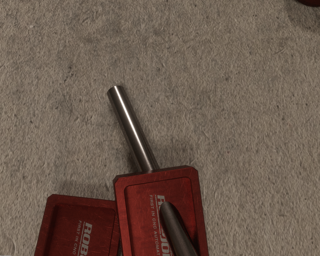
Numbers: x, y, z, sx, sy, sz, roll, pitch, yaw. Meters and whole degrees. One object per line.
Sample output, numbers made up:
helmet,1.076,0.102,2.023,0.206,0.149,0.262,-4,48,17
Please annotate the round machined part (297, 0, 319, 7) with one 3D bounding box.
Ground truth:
round machined part,0.248,-0.232,0.487,0.099,0.042,0.098,0,70,-1

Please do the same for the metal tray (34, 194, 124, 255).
metal tray,-0.092,0.146,0.350,0.091,0.030,0.130,6,70,2

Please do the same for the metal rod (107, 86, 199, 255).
metal rod,-0.003,0.072,0.361,0.025,0.025,0.299,-22,64,-8

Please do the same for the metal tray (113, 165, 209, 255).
metal tray,0.002,0.111,0.337,0.091,0.030,0.129,-7,88,-12
